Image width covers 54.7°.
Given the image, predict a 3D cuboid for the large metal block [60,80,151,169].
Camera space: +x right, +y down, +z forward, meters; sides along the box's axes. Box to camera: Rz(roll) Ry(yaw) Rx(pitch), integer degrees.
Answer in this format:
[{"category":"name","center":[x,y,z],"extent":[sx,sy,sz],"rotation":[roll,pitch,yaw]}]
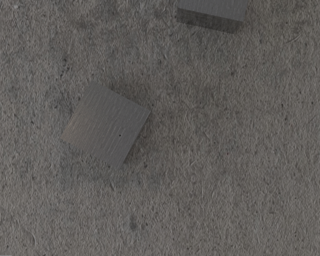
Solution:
[{"category":"large metal block","center":[-0.065,-0.004,0.397],"extent":[0.080,0.050,0.080],"rotation":[28,90,0]}]

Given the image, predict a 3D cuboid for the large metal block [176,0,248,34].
[{"category":"large metal block","center":[0.070,-0.175,0.398],"extent":[0.080,0.050,0.080],"rotation":[12,90,0]}]
